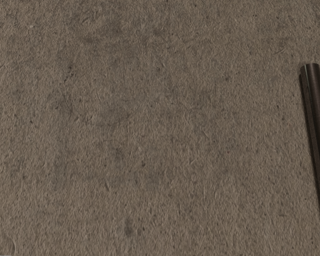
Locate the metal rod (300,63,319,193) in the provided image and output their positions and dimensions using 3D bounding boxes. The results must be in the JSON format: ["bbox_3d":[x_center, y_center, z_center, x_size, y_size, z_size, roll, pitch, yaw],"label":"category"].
[{"bbox_3d":[0.211,0.054,0.390,0.025,0.025,0.299,1,70,0],"label":"metal rod"}]
